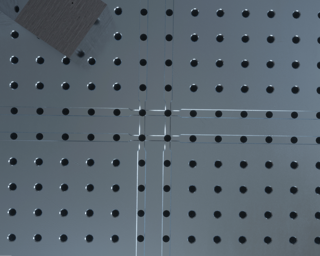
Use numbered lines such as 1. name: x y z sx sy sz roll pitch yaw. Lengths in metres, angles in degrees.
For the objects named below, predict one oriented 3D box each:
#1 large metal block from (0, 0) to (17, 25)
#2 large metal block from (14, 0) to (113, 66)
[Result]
1. large metal block: -0.238 -0.178 0.398 0.081 0.050 0.079 -5 90 -1
2. large metal block: -0.120 -0.140 0.399 0.080 0.050 0.080 35 90 -1
